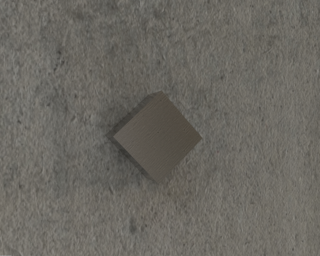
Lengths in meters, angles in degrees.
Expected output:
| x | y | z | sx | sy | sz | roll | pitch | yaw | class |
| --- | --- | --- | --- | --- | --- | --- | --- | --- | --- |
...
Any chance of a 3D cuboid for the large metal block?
| x | y | z | sx | sy | sz | roll | pitch | yaw | class |
| --- | --- | --- | --- | --- | --- | --- | --- | --- | --- |
| -0.008 | 0.011 | 0.394 | 0.080 | 0.050 | 0.080 | -45 | 105 | -15 | large metal block |
